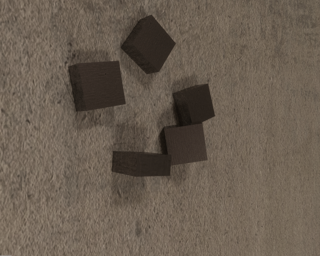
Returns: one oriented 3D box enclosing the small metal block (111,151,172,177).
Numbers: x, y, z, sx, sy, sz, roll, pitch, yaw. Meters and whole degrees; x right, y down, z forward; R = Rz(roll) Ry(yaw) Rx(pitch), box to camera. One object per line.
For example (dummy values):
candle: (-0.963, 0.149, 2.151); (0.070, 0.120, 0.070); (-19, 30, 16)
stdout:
small metal block: (-0.022, 0.042, 0.372); (0.050, 0.050, 0.025); (6, 87, -40)

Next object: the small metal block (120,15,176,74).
small metal block: (-0.014, -0.105, 0.395); (0.050, 0.025, 0.050); (43, 64, -32)

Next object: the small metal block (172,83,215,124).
small metal block: (0.050, -0.033, 0.449); (0.050, 0.025, 0.050); (-24, 105, -38)

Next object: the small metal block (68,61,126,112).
small metal block: (-0.070, -0.047, 0.347); (0.050, 0.025, 0.050); (-14, 99, -39)

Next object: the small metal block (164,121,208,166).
small metal block: (0.034, 0.020, 0.419); (0.050, 0.025, 0.050); (-9, 98, 0)
